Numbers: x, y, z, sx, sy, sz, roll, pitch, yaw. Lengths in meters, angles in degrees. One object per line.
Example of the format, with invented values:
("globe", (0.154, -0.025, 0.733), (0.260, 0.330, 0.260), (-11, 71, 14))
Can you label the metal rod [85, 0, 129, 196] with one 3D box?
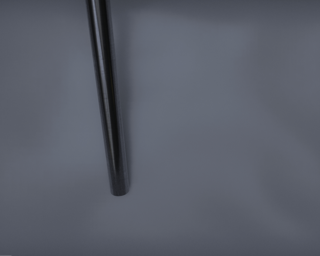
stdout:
("metal rod", (-0.060, -0.052, 0.351), (0.025, 0.025, 0.298), (-3, 115, 0))
